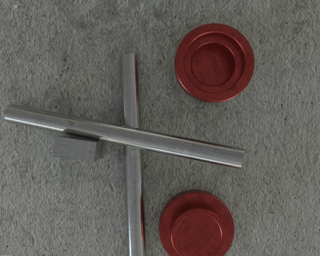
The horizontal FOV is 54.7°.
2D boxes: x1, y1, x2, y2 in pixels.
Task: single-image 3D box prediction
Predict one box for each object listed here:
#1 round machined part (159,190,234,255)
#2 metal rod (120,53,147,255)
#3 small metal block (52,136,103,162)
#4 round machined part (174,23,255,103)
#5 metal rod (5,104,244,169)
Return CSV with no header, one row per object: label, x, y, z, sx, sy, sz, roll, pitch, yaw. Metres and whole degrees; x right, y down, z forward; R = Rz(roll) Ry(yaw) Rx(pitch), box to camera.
round machined part,0.048,0.133,0.402,0.099,0.042,0.097,0,90,0
metal rod,-0.035,0.053,0.409,0.025,0.025,0.298,-2,90,0
small metal block,-0.103,0.025,0.397,0.050,0.050,0.025,8,90,0
round machined part,0.068,-0.081,0.402,0.099,0.042,0.097,0,90,0
metal rod,-0.050,0.008,0.385,0.301,0.025,0.025,11,90,9
